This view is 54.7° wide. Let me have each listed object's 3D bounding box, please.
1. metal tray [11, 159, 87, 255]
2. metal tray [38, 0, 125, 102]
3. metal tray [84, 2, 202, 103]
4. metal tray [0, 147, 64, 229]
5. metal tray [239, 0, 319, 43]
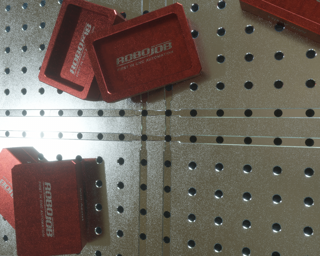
[{"bbox_3d":[-0.158,0.113,0.445,0.091,0.030,0.129,-5,88,0],"label":"metal tray"},{"bbox_3d":[-0.114,-0.114,0.448,0.090,0.030,0.129,24,98,18],"label":"metal tray"},{"bbox_3d":[-0.021,-0.093,0.397,0.130,0.030,0.090,-17,93,8],"label":"metal tray"},{"bbox_3d":[-0.212,0.102,0.483,0.130,0.030,0.090,38,102,15],"label":"metal tray"},{"bbox_3d":[0.168,-0.158,0.350,0.130,0.030,0.090,32,100,16],"label":"metal tray"}]
